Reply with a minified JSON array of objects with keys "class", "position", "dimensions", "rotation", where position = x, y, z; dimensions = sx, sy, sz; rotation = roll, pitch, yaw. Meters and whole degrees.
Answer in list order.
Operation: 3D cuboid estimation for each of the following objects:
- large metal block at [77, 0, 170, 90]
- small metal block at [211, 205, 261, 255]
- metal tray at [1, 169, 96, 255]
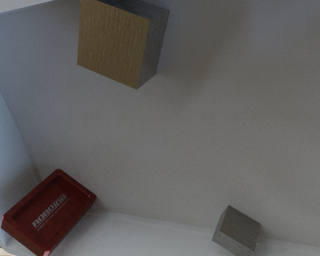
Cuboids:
[{"class":"large metal block","position":[-0.043,-0.102,0.351],"dimensions":[0.080,0.050,0.079],"rotation":[24,127,13]},{"class":"small metal block","position":[0.105,0.143,0.425],"dimensions":[0.050,0.050,0.025],"rotation":[30,128,8]},{"class":"metal tray","position":[-0.181,0.138,0.519],"dimensions":[0.090,0.131,0.030],"rotation":[35,129,4]}]
